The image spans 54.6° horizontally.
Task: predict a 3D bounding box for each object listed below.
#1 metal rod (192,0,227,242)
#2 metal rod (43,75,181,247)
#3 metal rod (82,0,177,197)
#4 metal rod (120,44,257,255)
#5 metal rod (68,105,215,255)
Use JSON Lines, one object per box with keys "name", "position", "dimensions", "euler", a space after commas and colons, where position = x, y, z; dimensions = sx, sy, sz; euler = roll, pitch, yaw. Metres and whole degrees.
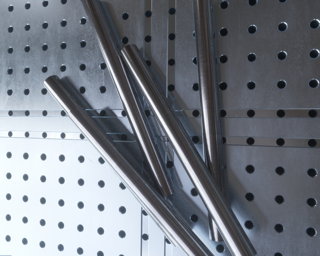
{"name": "metal rod", "position": [0.064, -0.012, 0.390], "dimensions": [0.025, 0.025, 0.298], "euler": [-4, 88, 20]}
{"name": "metal rod", "position": [-0.069, 0.038, 0.437], "dimensions": [0.025, 0.025, 0.300], "euler": [-45, 76, 14]}
{"name": "metal rod", "position": [-0.045, -0.049, 0.429], "dimensions": [0.025, 0.025, 0.299], "euler": [-25, 82, 18]}
{"name": "metal rod", "position": [0.026, 0.018, 0.384], "dimensions": [0.025, 0.025, 0.299], "euler": [-34, 72, 17]}
{"name": "metal rod", "position": [-0.017, 0.084, 0.395], "dimensions": [0.300, 0.025, 0.025], "euler": [47, 104, 13]}
